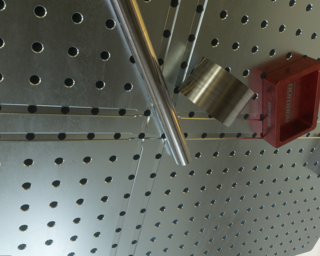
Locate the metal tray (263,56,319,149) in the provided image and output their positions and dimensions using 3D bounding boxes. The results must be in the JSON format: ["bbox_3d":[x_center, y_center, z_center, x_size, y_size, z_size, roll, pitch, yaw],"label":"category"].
[{"bbox_3d":[0.212,-0.039,0.499,0.091,0.030,0.129,-24,127,-14],"label":"metal tray"}]

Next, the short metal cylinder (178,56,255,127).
[{"bbox_3d":[0.069,-0.045,0.386,0.080,0.080,0.050,28,103,-38],"label":"short metal cylinder"}]

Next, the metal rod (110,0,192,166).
[{"bbox_3d":[-0.010,-0.063,0.367,0.025,0.025,0.299,-30,129,-9],"label":"metal rod"}]
